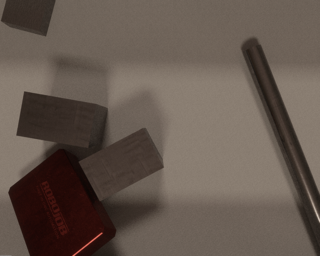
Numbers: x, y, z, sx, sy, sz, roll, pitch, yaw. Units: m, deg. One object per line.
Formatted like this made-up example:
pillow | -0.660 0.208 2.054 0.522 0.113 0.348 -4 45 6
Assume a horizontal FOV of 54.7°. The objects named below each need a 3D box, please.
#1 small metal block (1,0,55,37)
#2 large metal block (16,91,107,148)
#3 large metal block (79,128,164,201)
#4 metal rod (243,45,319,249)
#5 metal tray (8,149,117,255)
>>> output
small metal block | -0.173 -0.155 0.409 0.050 0.025 0.050 15 90 -2
large metal block | -0.115 -0.009 0.382 0.080 0.080 0.050 10 90 -1
large metal block | -0.043 0.040 0.383 0.080 0.080 0.050 -28 90 0
metal rod | 0.177 0.033 0.413 0.025 0.025 0.299 -22 90 0
metal tray | -0.122 0.100 0.374 0.090 0.030 0.130 -38 57 -1
